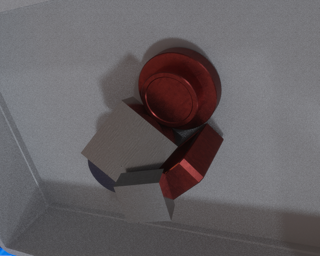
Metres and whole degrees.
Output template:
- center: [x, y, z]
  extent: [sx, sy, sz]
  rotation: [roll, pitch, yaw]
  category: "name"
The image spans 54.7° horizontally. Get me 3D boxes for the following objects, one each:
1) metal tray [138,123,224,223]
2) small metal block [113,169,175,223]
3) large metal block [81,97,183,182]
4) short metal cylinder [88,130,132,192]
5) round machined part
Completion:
- center: [0.015, 0.058, 0.390]
  extent: [0.030, 0.090, 0.129]
  rotation: [45, 129, -2]
  category: "metal tray"
- center: [-0.016, 0.074, 0.336]
  extent: [0.050, 0.025, 0.050]
  rotation: [-9, 114, 17]
  category: "small metal block"
- center: [-0.032, 0.020, 0.372]
  extent: [0.080, 0.050, 0.080]
  rotation: [40, 104, 1]
  category: "large metal block"
- center: [-0.055, 0.047, 0.447]
  extent: [0.080, 0.050, 0.079]
  rotation: [13, 124, 20]
  category: "short metal cylinder"
- center: [0.018, -0.040, 0.360]
  extent: [0.098, 0.042, 0.097]
  rotation: [13, 124, 20]
  category: "round machined part"
